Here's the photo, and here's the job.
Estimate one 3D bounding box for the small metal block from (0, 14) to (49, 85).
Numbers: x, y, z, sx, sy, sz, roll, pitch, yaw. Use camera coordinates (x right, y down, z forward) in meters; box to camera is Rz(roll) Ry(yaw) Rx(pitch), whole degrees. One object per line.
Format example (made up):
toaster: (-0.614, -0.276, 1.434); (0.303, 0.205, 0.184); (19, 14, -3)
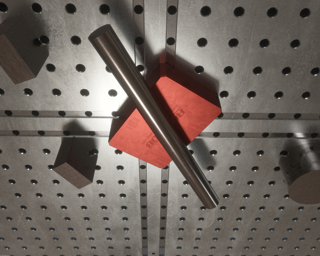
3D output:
small metal block: (-0.147, -0.082, 0.323); (0.025, 0.050, 0.050); (-16, 129, 13)

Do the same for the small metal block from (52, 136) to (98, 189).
small metal block: (-0.117, 0.049, 0.435); (0.025, 0.050, 0.050); (-27, 125, 21)

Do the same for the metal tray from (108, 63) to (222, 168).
metal tray: (0.003, -0.009, 0.401); (0.090, 0.030, 0.129); (27, 125, -22)

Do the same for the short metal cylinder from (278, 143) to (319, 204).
short metal cylinder: (0.223, 0.068, 0.457); (0.081, 0.050, 0.079); (-1, 130, 0)

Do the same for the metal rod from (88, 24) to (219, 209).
metal rod: (0.010, 0.010, 0.380); (0.025, 0.025, 0.299); (-21, 127, 17)
